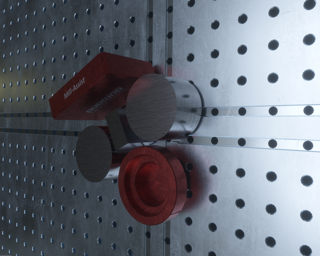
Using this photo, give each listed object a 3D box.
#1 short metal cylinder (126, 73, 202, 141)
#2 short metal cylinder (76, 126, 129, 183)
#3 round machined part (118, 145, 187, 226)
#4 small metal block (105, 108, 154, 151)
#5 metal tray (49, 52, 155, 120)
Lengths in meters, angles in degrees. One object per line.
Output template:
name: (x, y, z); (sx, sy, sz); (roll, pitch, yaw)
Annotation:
short metal cylinder: (0.004, -0.025, 0.385); (0.080, 0.050, 0.079); (0, 90, 40)
short metal cylinder: (-0.078, 0.036, 0.452); (0.080, 0.050, 0.079); (0, 90, 40)
round machined part: (-0.005, 0.071, 0.397); (0.098, 0.042, 0.097); (0, 90, 40)
small metal block: (-0.041, 0.002, 0.421); (0.025, 0.050, 0.050); (-32, 71, 36)
metal tray: (-0.080, -0.051, 0.427); (0.130, 0.091, 0.030); (-30, 72, 36)
